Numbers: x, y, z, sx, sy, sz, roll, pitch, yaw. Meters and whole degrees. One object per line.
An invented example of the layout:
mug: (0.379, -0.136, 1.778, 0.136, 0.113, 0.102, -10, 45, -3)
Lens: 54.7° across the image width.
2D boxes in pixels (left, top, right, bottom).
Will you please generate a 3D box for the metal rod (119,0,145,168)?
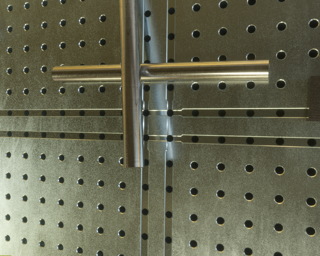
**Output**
metal rod: (-0.038, -0.099, 0.401, 0.025, 0.025, 0.299, -7, 79, 20)

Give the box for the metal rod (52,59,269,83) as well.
metal rod: (-0.013, -0.075, 0.417, 0.301, 0.025, 0.025, 2, 91, 19)

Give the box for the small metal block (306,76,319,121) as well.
small metal block: (0.193, -0.031, 0.344, 0.050, 0.025, 0.050, 3, 91, 20)
